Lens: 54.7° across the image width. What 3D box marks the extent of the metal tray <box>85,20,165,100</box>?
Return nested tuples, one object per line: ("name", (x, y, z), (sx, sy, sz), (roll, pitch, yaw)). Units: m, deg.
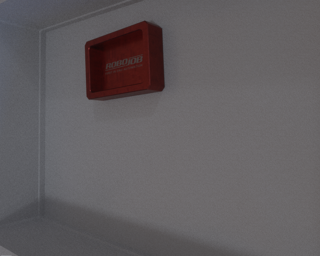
("metal tray", (-0.055, -0.091, 0.446), (0.130, 0.030, 0.089), (-4, 88, 39))
